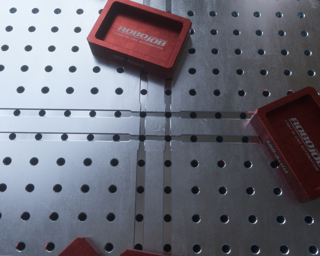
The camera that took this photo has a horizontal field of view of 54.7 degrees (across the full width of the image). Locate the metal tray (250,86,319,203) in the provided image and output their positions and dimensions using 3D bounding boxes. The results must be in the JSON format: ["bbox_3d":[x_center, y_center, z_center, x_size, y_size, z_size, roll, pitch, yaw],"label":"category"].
[{"bbox_3d":[0.191,0.019,0.404,0.091,0.030,0.130,-24,72,-9],"label":"metal tray"}]

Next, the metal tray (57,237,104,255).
[{"bbox_3d":[-0.076,0.197,0.336,0.090,0.030,0.130,-43,76,-14],"label":"metal tray"}]

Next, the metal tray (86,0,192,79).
[{"bbox_3d":[-0.029,-0.135,0.458,0.131,0.030,0.090,20,71,7],"label":"metal tray"}]

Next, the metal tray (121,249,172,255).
[{"bbox_3d":[-0.005,0.195,0.305,0.091,0.030,0.130,9,70,3],"label":"metal tray"}]
